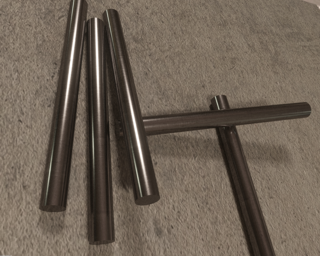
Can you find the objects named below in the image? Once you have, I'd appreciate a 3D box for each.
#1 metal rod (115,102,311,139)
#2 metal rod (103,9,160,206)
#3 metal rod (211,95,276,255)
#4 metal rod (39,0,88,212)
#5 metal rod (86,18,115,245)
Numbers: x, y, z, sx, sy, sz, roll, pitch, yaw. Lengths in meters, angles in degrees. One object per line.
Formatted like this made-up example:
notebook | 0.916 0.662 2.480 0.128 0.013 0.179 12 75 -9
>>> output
metal rod | 0.088 -0.014 0.432 0.303 0.025 0.025 -6 65 -21
metal rod | -0.043 -0.050 0.385 0.025 0.025 0.299 5 51 -26
metal rod | 0.116 0.087 0.415 0.025 0.025 0.299 4 60 -27
metal rod | -0.111 -0.051 0.375 0.025 0.025 0.299 11 57 -23
metal rod | -0.075 -0.018 0.375 0.025 0.025 0.299 7 59 -25
